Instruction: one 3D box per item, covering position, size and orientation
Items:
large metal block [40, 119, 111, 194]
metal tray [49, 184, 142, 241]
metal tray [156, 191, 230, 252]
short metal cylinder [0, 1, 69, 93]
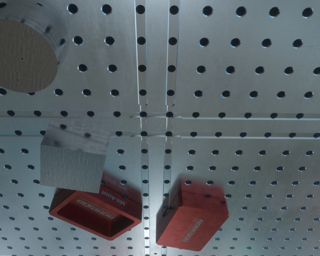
[{"bbox_3d":[-0.117,0.041,0.429,0.081,0.050,0.079,11,129,-9],"label":"large metal block"},{"bbox_3d":[-0.106,0.139,0.525,0.130,0.030,0.090,35,122,-27],"label":"metal tray"},{"bbox_3d":[0.054,0.170,0.554,0.091,0.030,0.129,14,129,-12],"label":"metal tray"},{"bbox_3d":[-0.142,-0.084,0.322,0.081,0.050,0.079,0,130,0],"label":"short metal cylinder"}]
